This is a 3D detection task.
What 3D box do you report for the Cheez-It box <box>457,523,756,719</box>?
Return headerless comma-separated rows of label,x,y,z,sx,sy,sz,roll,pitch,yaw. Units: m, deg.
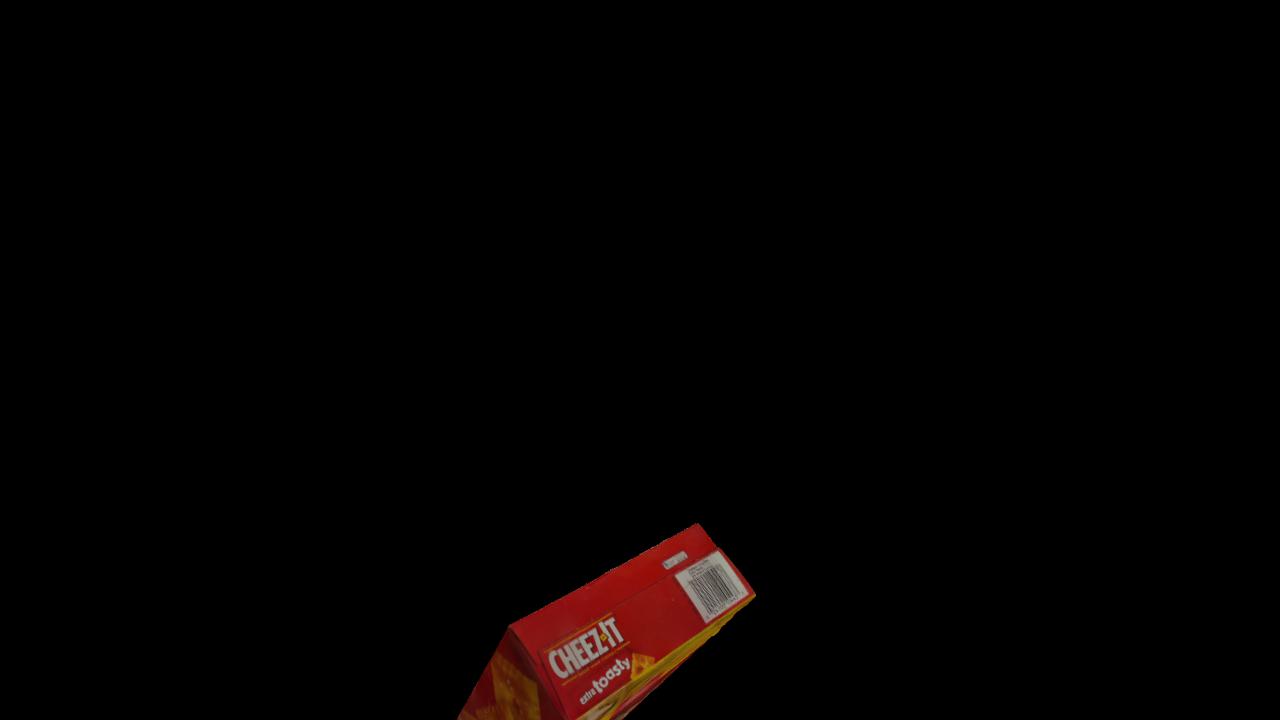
Cheez-It box,-0.038,0.228,0.440,0.166,0.223,0.071,-14,53,-43
